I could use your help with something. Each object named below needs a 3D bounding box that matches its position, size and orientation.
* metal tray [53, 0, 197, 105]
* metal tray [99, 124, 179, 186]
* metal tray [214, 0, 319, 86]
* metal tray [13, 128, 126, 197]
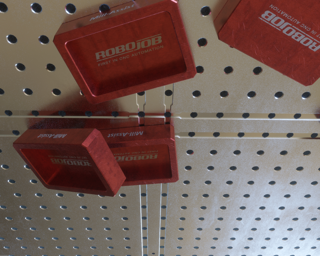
[{"bbox_3d":[-0.034,-0.083,0.337,0.130,0.030,0.090,-14,129,11],"label":"metal tray"},{"bbox_3d":[-0.041,0.042,0.443,0.131,0.030,0.089,-5,130,3],"label":"metal tray"},{"bbox_3d":[0.134,-0.108,0.319,0.131,0.030,0.089,22,127,-18],"label":"metal tray"},{"bbox_3d":[-0.119,0.045,0.408,0.130,0.030,0.090,-1,129,30],"label":"metal tray"}]
